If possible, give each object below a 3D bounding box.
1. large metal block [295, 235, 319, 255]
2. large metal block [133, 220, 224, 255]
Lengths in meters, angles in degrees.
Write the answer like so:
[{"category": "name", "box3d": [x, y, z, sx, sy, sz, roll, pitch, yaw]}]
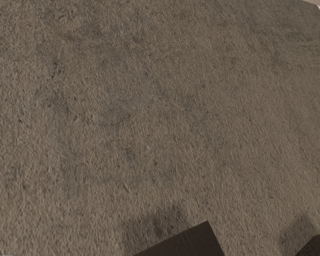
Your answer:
[{"category": "large metal block", "box3d": [0.223, 0.189, 0.395, 0.081, 0.050, 0.080, -20, 73, -36]}, {"category": "large metal block", "box3d": [0.024, 0.151, 0.310, 0.081, 0.050, 0.080, -13, 69, -34]}]
